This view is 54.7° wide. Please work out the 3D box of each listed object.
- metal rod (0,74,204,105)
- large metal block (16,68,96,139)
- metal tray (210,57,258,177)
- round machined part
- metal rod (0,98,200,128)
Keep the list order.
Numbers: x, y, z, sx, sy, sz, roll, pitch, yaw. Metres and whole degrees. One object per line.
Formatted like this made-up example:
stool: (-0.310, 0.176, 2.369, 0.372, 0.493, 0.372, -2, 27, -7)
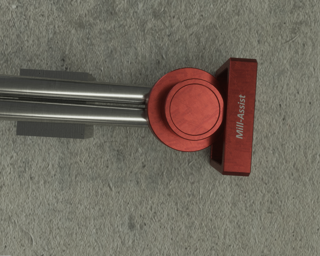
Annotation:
metal rod: (-0.064, -0.042, 0.365, 0.302, 0.025, 0.025, 2, 90, -13)
large metal block: (-0.128, -0.029, 0.393, 0.081, 0.050, 0.079, 3, 90, -1)
metal tray: (0.087, -0.012, 0.379, 0.030, 0.090, 0.129, 4, 90, 0)
round machined part: (0.034, -0.021, 0.354, 0.099, 0.042, 0.097, 0, 92, -11)
metal rod: (-0.066, -0.015, 0.365, 0.302, 0.025, 0.025, 3, 90, -13)
